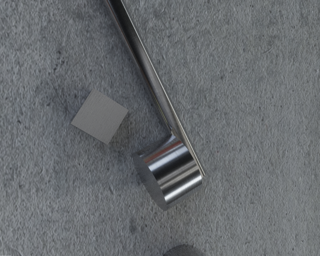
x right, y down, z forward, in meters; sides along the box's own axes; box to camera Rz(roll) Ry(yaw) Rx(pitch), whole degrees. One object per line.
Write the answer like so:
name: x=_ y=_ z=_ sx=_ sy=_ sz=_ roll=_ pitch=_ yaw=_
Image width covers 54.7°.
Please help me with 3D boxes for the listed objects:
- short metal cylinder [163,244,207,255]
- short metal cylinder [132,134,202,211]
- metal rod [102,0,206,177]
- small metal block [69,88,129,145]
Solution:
short metal cylinder: x=0.039 y=0.204 z=0.412 sx=0.081 sy=0.050 sz=0.079 roll=0 pitch=90 yaw=-21
short metal cylinder: x=0.008 y=0.055 z=0.384 sx=0.050 sy=0.080 sz=0.080 roll=-28 pitch=100 yaw=-18
metal rod: x=-0.012 y=-0.065 z=0.405 sx=0.025 sy=0.025 sz=0.299 roll=-29 pitch=100 yaw=-18
small metal block: x=-0.075 y=-0.014 z=0.382 sx=0.050 sy=0.025 sz=0.050 roll=33 pitch=79 yaw=-18
